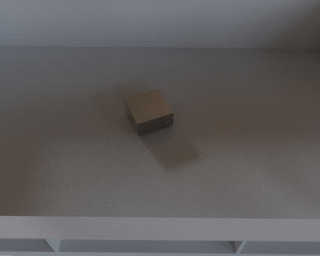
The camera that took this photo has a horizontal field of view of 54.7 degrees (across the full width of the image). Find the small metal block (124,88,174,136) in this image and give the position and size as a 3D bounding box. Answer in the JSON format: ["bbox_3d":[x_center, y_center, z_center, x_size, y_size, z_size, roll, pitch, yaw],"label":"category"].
[{"bbox_3d":[-0.015,-0.022,0.419,0.050,0.025,0.050,-18,53,-15],"label":"small metal block"}]
